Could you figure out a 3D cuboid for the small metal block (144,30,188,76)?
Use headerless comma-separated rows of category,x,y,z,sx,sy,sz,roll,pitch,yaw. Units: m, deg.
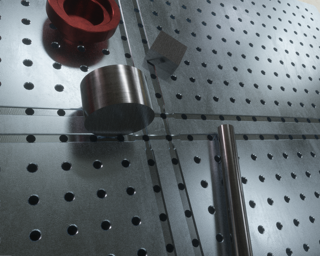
small metal block,0.010,-0.119,0.488,0.050,0.025,0.050,31,52,-9

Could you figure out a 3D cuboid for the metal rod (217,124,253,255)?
metal rod,0.098,0.129,0.384,0.025,0.025,0.299,13,56,-21

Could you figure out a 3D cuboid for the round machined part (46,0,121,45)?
round machined part,-0.109,-0.157,0.436,0.099,0.042,0.098,14,56,-21

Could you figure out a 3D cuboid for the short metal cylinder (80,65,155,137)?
short metal cylinder,-0.051,-0.030,0.365,0.081,0.080,0.050,1,61,-28
